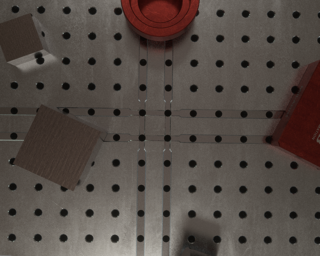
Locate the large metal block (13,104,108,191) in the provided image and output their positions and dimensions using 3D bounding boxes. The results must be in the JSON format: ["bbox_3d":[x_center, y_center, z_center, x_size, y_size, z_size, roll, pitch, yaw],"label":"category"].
[{"bbox_3d":[-0.124,0.024,0.399,0.080,0.050,0.080,25,90,-1],"label":"large metal block"}]

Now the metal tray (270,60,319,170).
[{"bbox_3d":[0.220,-0.015,0.414,0.090,0.030,0.130,27,90,-1],"label":"metal tray"}]

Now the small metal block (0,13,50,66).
[{"bbox_3d":[-0.182,-0.116,0.411,0.050,0.025,0.050,-20,90,-1],"label":"small metal block"}]

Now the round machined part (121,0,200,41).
[{"bbox_3d":[0.000,-0.162,0.405,0.099,0.042,0.097,0,90,-1],"label":"round machined part"}]

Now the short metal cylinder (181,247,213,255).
[{"bbox_3d":[0.047,0.198,0.387,0.050,0.080,0.080,20,90,0],"label":"short metal cylinder"}]
